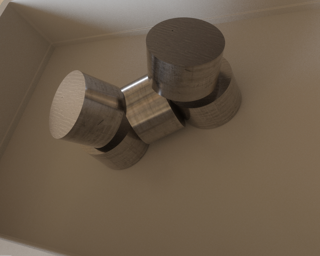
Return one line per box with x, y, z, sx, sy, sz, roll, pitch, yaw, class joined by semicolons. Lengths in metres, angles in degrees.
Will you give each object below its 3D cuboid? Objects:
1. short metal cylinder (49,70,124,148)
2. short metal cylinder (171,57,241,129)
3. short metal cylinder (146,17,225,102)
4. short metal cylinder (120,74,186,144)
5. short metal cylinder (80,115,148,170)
-0.087;-0.021;0.361;0.080;0.050;0.080;-20;61;42;short metal cylinder
0.055;-0.046;0.386;0.080;0.050;0.080;-13;56;20;short metal cylinder
0.026;-0.075;0.335;0.081;0.050;0.080;0;53;0;short metal cylinder
-0.009;-0.027;0.388;0.050;0.080;0.080;-26;53;12;short metal cylinder
-0.061;0.009;0.412;0.080;0.050;0.080;-13;56;20;short metal cylinder
